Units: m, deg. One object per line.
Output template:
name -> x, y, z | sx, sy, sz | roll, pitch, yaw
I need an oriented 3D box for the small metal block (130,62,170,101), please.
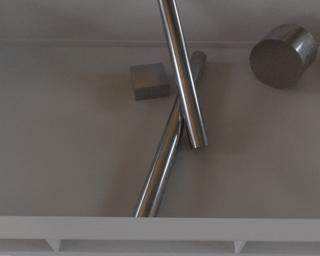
small metal block -> -0.016, -0.070, 0.464 | 0.050, 0.025, 0.050 | -9, 51, -8

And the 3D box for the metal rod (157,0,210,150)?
metal rod -> 0.021, -0.119, 0.417 | 0.025, 0.025, 0.299 | -10, 79, -9

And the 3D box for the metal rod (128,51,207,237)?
metal rod -> 0.021, -0.005, 0.409 | 0.025, 0.025, 0.300 | 13, 51, 10

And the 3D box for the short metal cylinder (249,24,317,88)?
short metal cylinder -> 0.183, -0.106, 0.461 | 0.080, 0.080, 0.050 | 32, 57, 23
